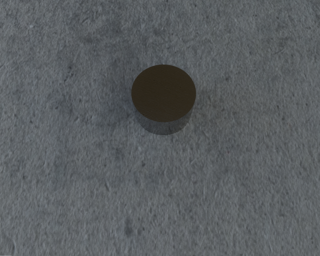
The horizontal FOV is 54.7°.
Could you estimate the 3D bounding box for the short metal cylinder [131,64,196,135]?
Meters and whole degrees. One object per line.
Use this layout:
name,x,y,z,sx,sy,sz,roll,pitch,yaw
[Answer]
short metal cylinder,0.005,-0.036,0.408,0.081,0.050,0.080,0,70,0
